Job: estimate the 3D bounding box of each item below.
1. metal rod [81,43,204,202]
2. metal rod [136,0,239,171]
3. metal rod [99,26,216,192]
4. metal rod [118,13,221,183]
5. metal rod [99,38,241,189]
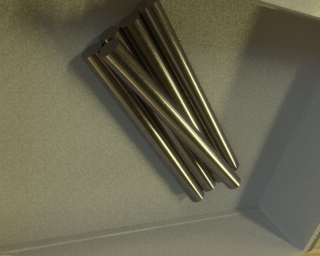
[{"bbox_3d":[-0.005,0.015,0.414,0.025,0.025,0.300,-37,129,-3],"label":"metal rod"},{"bbox_3d":[0.052,-0.033,0.415,0.025,0.025,0.300,-37,129,-3],"label":"metal rod"},{"bbox_3d":[0.013,-0.002,0.413,0.025,0.025,0.300,-37,129,-3],"label":"metal rod"},{"bbox_3d":[0.034,-0.016,0.415,0.025,0.025,0.300,-37,129,-3],"label":"metal rod"},{"bbox_3d":[0.033,0.004,0.394,0.025,0.025,0.300,-44,129,2],"label":"metal rod"}]
